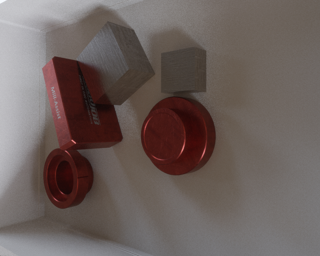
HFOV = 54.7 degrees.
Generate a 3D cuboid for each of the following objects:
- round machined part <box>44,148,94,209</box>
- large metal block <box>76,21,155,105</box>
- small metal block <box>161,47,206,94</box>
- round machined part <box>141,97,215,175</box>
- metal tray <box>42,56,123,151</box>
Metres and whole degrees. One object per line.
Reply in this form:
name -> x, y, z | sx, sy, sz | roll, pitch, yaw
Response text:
round machined part -> -0.149, 0.081, 0.515 | 0.098, 0.042, 0.097 | 0, 90, 39
large metal block -> -0.065, -0.089, 0.442 | 0.080, 0.050, 0.080 | -37, 68, 33
small metal block -> 0.029, -0.069, 0.381 | 0.050, 0.025, 0.050 | 0, 90, 39
round machined part -> 0.015, 0.010, 0.382 | 0.098, 0.042, 0.097 | 0, 90, 39
metal tray -> -0.112, -0.035, 0.454 | 0.030, 0.091, 0.129 | -27, 73, 36
